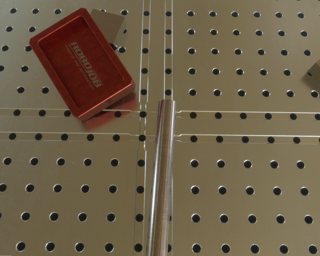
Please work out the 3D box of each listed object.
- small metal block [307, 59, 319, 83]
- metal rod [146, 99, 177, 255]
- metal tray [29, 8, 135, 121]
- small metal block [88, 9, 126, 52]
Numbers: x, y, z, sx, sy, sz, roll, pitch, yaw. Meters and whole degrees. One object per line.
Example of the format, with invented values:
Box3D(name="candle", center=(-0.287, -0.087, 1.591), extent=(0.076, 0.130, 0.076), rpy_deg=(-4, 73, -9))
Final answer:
Box3D(name="small metal block", center=(0.254, -0.084, 0.446), extent=(0.050, 0.025, 0.050), rpy_deg=(-38, 75, -13))
Box3D(name="metal rod", center=(0.000, 0.106, 0.372), extent=(0.025, 0.025, 0.299), rpy_deg=(4, 70, 1))
Box3D(name="metal tray", center=(-0.105, -0.087, 0.422), extent=(0.090, 0.030, 0.130), rpy_deg=(-33, 81, -2))
Box3D(name="small metal block", center=(-0.084, -0.145, 0.464), extent=(0.050, 0.025, 0.050), rpy_deg=(16, 71, 5))
